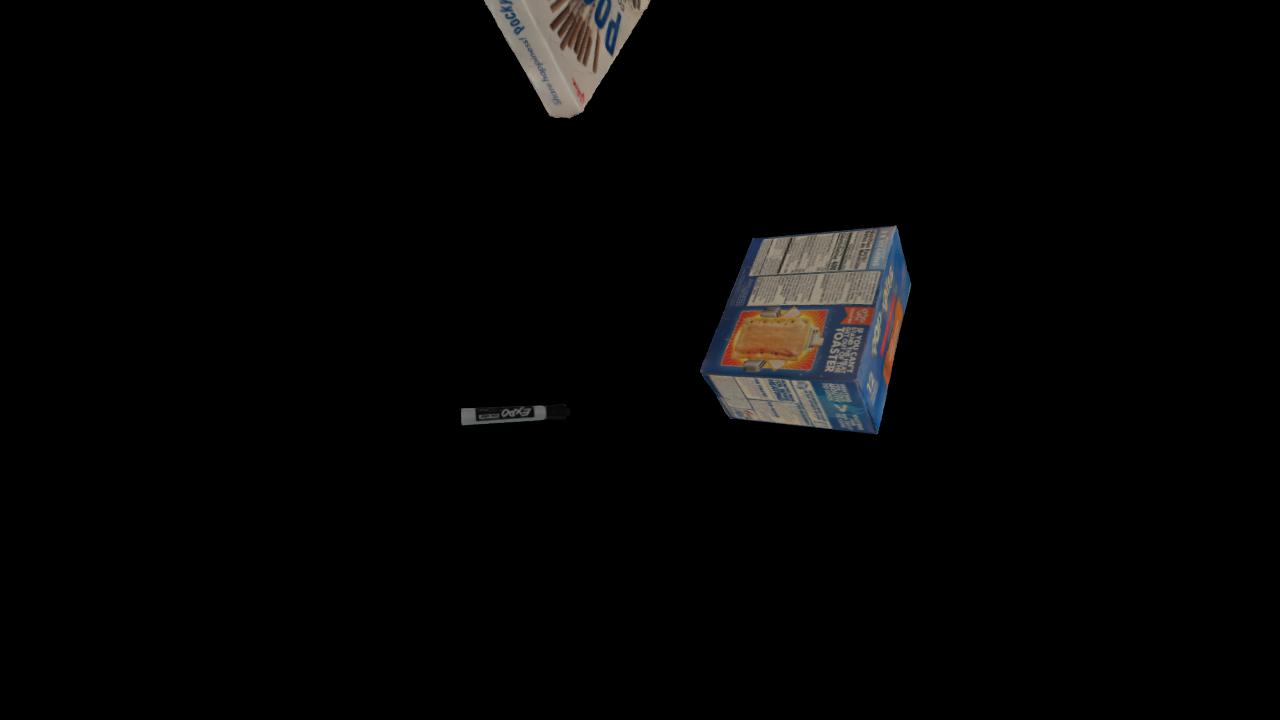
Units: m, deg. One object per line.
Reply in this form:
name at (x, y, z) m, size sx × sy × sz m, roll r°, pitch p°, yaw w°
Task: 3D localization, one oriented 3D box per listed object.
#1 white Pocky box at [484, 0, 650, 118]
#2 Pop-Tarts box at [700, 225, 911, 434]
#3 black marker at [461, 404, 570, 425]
white Pocky box at (-0.034, -0.230, 0.370) m, size 0.028 × 0.154 × 0.084 m, roll 5°, pitch -32°, yaw 31°
Pop-Tarts box at (0.155, -0.030, 0.562) m, size 0.141 × 0.167 × 0.083 m, roll 2°, pitch -34°, yaw 37°
black marker at (-0.139, 0.061, 0.695) m, size 0.121 × 0.020 × 0.020 m, roll -1°, pitch 0°, yaw -18°
